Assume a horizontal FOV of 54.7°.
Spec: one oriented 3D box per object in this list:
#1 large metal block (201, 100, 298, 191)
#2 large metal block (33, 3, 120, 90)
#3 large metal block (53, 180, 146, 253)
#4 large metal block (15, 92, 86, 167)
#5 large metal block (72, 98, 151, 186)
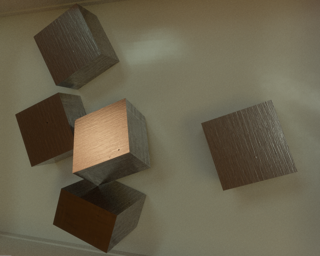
[{"bbox_3d":[0.103,0.020,0.361,0.080,0.050,0.080,-19,84,19],"label":"large metal block"},{"bbox_3d":[-0.117,-0.112,0.439,0.080,0.050,0.080,-30,80,17],"label":"large metal block"},{"bbox_3d":[-0.076,0.106,0.406,0.080,0.080,0.050,20,102,19],"label":"large metal block"},{"bbox_3d":[-0.150,0.003,0.450,0.080,0.050,0.080,-23,83,18],"label":"large metal block"},{"bbox_3d":[-0.063,0.020,0.402,0.080,0.050,0.080,-21,54,18],"label":"large metal block"}]
